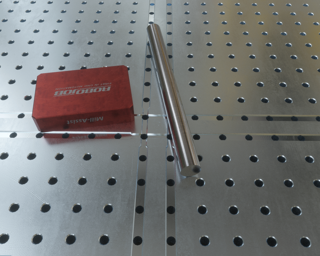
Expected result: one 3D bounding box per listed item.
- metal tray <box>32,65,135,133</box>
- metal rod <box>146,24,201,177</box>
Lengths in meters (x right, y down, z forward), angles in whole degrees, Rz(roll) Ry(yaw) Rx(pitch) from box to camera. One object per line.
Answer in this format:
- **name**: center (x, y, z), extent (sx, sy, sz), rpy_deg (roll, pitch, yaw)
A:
- **metal tray**: center (-0.107, -0.044, 0.440), extent (0.131, 0.030, 0.090), rpy_deg (-7, 50, -6)
- **metal rod**: center (0.012, -0.063, 0.460), extent (0.025, 0.025, 0.300), rpy_deg (-7, 50, -6)
